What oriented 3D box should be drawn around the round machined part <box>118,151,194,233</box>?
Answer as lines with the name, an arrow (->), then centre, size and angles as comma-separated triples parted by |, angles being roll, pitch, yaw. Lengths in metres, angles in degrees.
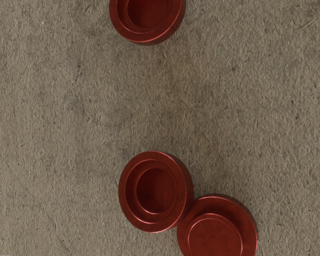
round machined part -> -0.001, 0.079, 0.393 | 0.098, 0.042, 0.098 | -5, 79, 30

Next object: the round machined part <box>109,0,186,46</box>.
round machined part -> -0.013, -0.156, 0.404 | 0.098, 0.042, 0.097 | 0, 90, 20

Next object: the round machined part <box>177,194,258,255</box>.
round machined part -> 0.067, 0.132, 0.376 | 0.098, 0.042, 0.097 | 0, 90, 20
